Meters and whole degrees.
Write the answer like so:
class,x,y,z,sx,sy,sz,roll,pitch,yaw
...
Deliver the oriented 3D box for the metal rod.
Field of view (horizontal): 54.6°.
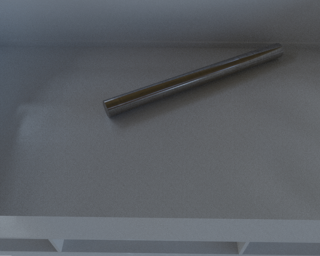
class,x,y,z,sx,sy,sz,roll,pitch,yaw
metal rod,0.061,-0.077,0.470,0.302,0.025,0.025,-21,53,-17
